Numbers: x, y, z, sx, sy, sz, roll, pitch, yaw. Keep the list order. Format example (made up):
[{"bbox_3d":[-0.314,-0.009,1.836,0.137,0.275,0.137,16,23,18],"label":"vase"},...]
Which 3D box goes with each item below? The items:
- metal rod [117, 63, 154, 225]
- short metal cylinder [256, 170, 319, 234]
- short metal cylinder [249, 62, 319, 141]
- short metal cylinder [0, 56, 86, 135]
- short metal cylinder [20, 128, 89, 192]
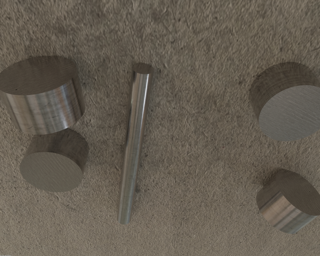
[{"bbox_3d":[-0.041,0.045,0.445,0.025,0.025,0.298,6,130,-6],"label":"metal rod"},{"bbox_3d":[0.195,0.110,0.467,0.081,0.080,0.050,18,128,-15],"label":"short metal cylinder"},{"bbox_3d":[0.152,-0.030,0.367,0.081,0.050,0.079,0,130,0],"label":"short metal cylinder"},{"bbox_3d":[-0.127,-0.038,0.338,0.080,0.080,0.050,-1,130,1],"label":"short metal cylinder"},{"bbox_3d":[-0.143,0.044,0.427,0.081,0.050,0.079,0,130,0],"label":"short metal cylinder"}]
